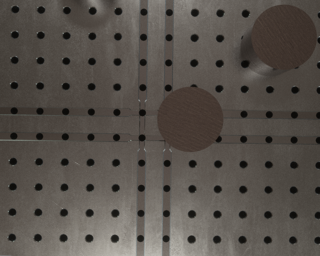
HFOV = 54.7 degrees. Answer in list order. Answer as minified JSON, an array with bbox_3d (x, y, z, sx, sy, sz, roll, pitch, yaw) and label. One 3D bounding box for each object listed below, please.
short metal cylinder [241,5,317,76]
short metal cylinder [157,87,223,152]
[{"bbox_3d":[0.152,-0.111,0.403,0.081,0.050,0.079,0,90,-1],"label":"short metal cylinder"},{"bbox_3d":[0.037,-0.011,0.401,0.081,0.050,0.079,0,90,-1],"label":"short metal cylinder"}]
